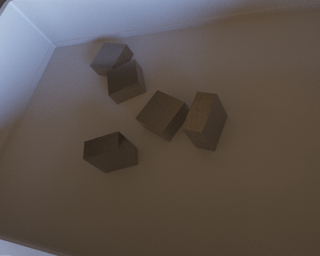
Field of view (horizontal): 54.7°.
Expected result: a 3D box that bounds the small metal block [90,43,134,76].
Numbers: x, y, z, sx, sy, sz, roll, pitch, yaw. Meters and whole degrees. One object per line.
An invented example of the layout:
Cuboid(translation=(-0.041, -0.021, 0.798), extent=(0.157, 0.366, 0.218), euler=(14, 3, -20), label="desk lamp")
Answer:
Cuboid(translation=(-0.080, -0.113, 0.515), extent=(0.050, 0.025, 0.050), euler=(14, 69, 33), label="small metal block")

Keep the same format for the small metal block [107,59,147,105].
Cuboid(translation=(-0.052, -0.071, 0.475), extent=(0.050, 0.025, 0.050), euler=(-22, 54, 15), label="small metal block")

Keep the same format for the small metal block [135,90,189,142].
Cuboid(translation=(0.004, -0.017, 0.412), extent=(0.050, 0.025, 0.050), euler=(29, 77, 37), label="small metal block")

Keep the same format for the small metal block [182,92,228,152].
Cuboid(translation=(0.054, -0.007, 0.365), extent=(0.025, 0.050, 0.050), euler=(11, 67, 32), label="small metal block")

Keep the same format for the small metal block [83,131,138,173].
Cuboid(translation=(-0.063, 0.033, 0.401), extent=(0.050, 0.050, 0.025), euler=(-17, 55, 18), label="small metal block")
